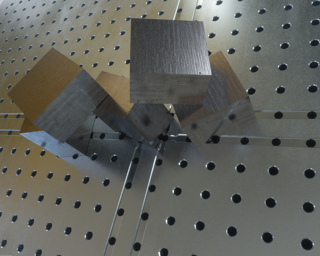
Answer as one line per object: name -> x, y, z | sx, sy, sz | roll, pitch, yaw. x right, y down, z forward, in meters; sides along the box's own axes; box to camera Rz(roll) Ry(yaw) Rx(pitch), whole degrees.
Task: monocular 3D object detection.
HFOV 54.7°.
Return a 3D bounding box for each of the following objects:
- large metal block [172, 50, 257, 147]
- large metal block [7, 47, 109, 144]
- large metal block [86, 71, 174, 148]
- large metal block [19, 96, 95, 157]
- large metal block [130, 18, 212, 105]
large metal block -> 0.060, -0.035, 0.382 | 0.080, 0.050, 0.080 | -27, 53, 11
large metal block -> -0.124, -0.041, 0.377 | 0.080, 0.050, 0.080 | -49, 51, -7
large metal block -> -0.041, -0.024, 0.407 | 0.080, 0.080, 0.050 | 20, 73, 35
large metal block -> -0.144, -0.011, 0.452 | 0.050, 0.080, 0.080 | -6, 59, 25
large metal block -> 0.008, -0.074, 0.344 | 0.081, 0.050, 0.080 | 1, 58, -5
